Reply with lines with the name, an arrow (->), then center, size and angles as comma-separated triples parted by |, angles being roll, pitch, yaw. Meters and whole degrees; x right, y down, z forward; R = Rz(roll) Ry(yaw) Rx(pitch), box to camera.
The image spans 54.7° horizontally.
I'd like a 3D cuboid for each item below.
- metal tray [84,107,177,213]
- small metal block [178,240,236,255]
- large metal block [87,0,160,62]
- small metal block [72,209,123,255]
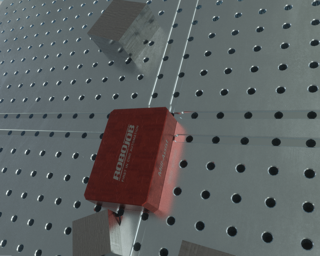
metal tray -> -0.036, 0.037, 0.400 | 0.090, 0.030, 0.130 | -1, 61, 27
small metal block -> 0.049, 0.128, 0.287 | 0.050, 0.050, 0.025 | 5, 65, 30
large metal block -> -0.061, -0.166, 0.525 | 0.080, 0.050, 0.080 | 24, 75, 36
small metal block -> -0.075, 0.130, 0.366 | 0.050, 0.025, 0.050 | -22, 54, 14
